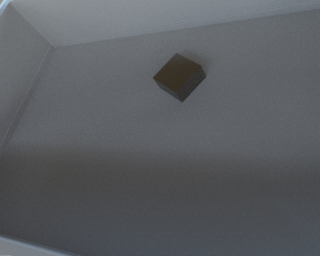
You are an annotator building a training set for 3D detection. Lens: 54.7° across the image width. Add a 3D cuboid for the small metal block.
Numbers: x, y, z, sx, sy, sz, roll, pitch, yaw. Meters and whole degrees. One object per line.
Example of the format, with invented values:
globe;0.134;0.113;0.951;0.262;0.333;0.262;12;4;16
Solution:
small metal block;0.027;-0.071;0.434;0.050;0.025;0.050;-47;52;-5
